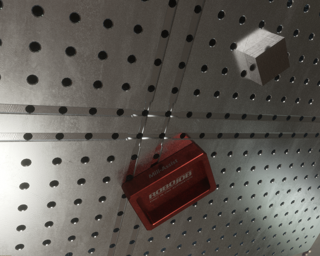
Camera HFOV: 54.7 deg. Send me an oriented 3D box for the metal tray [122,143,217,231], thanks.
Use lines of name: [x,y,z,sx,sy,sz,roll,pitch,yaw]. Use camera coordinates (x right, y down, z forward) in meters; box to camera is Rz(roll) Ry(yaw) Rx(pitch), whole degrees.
metal tray: [0.018,0.091,0.476,0.131,0.030,0.090,-30,129,-10]

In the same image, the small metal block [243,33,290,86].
small metal block: [0.151,-0.096,0.437,0.050,0.025,0.050,-35,129,-5]
